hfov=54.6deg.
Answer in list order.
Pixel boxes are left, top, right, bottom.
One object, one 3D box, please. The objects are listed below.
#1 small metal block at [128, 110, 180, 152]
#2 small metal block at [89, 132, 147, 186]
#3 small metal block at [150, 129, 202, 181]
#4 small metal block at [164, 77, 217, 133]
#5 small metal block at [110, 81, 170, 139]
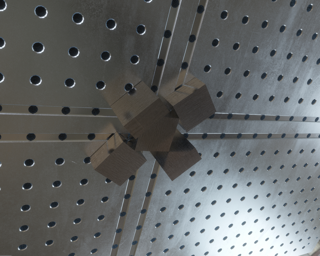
[{"bbox_3d":[-0.008,0.003,0.407,0.050,0.025,0.050,4,115,-29],"label":"small metal block"},{"bbox_3d":[-0.054,0.041,0.406,0.050,0.025,0.050,-44,130,2],"label":"small metal block"},{"bbox_3d":[0.021,0.037,0.428,0.050,0.050,0.025,-36,129,-4],"label":"small metal block"},{"bbox_3d":[0.042,-0.031,0.414,0.050,0.025,0.050,-34,129,-5],"label":"small metal block"},{"bbox_3d":[-0.025,-0.022,0.367,0.050,0.050,0.025,-39,130,-1],"label":"small metal block"}]
